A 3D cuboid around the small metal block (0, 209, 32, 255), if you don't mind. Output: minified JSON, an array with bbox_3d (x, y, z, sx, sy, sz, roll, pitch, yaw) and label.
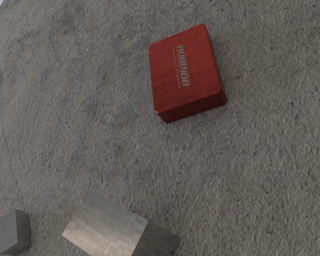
[{"bbox_3d":[-0.205,0.147,0.421,0.050,0.025,0.050,-32,52,7],"label":"small metal block"}]

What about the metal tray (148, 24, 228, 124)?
[{"bbox_3d":[0.034,-0.078,0.430,0.090,0.030,0.130,-18,55,17],"label":"metal tray"}]

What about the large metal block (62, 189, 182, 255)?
[{"bbox_3d":[-0.036,0.112,0.319,0.080,0.080,0.050,16,71,34],"label":"large metal block"}]
